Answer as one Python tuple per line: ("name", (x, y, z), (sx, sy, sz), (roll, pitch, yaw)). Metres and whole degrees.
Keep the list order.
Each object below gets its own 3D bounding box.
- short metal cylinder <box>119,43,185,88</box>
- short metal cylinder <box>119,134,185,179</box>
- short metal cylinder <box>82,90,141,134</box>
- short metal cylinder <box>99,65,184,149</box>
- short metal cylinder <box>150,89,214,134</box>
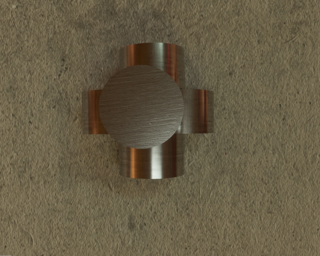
("short metal cylinder", (-0.009, -0.070, 0.383), (0.081, 0.080, 0.050), (-2, 90, -1))
("short metal cylinder", (-0.010, 0.031, 0.383), (0.081, 0.080, 0.050), (0, 90, -1))
("short metal cylinder", (-0.055, -0.018, 0.383), (0.081, 0.080, 0.050), (-1, 90, -1))
("short metal cylinder", (-0.018, -0.020, 0.318), (0.081, 0.050, 0.079), (0, 90, -1))
("short metal cylinder", (0.026, -0.019, 0.384), (0.081, 0.080, 0.050), (0, 90, -1))
